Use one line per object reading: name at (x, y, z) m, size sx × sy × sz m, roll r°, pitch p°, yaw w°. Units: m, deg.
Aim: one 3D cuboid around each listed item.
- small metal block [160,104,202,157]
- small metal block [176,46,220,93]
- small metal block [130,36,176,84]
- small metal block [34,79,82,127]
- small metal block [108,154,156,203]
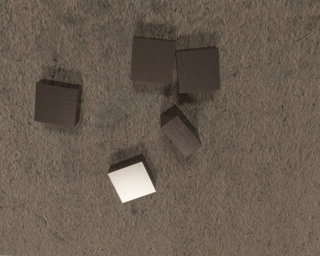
small metal block at (0.026, 0.002, 0.398) m, size 0.025 × 0.050 × 0.050 m, roll -37°, pitch 106°, yaw 12°
small metal block at (0.046, -0.073, 0.384) m, size 0.050 × 0.025 × 0.050 m, roll -6°, pitch 110°, yaw 1°
small metal block at (-0.009, -0.083, 0.379) m, size 0.050 × 0.025 × 0.050 m, roll 5°, pitch 110°, yaw -3°
small metal block at (-0.130, -0.032, 0.396) m, size 0.050 × 0.025 × 0.050 m, roll 9°, pitch 110°, yaw -4°
small metal block at (-0.038, 0.071, 0.435) m, size 0.050 × 0.025 × 0.050 m, roll -20°, pitch 109°, yaw 7°
